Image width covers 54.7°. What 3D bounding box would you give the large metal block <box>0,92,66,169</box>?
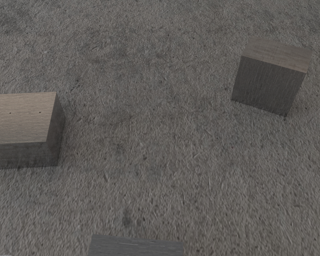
[{"bbox_3d":[-0.168,0.003,0.384,0.081,0.050,0.080,-3,50,-3],"label":"large metal block"}]

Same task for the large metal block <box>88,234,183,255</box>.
[{"bbox_3d":[-0.023,0.143,0.266,0.080,0.050,0.080,4,50,3],"label":"large metal block"}]

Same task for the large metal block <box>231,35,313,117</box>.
[{"bbox_3d":[0.151,-0.071,0.428,0.080,0.080,0.050,20,53,16],"label":"large metal block"}]
